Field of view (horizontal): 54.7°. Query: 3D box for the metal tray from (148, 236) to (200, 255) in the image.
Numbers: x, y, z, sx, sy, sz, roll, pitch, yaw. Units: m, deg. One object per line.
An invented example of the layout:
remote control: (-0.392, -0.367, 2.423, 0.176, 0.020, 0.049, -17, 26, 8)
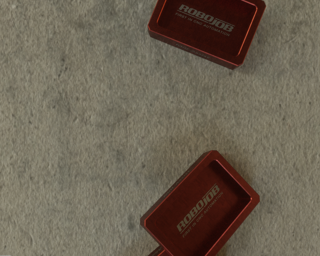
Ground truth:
metal tray: (0.014, 0.207, 0.407, 0.130, 0.030, 0.090, -41, 91, -1)

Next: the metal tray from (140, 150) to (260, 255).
metal tray: (0.052, 0.102, 0.388, 0.130, 0.030, 0.090, -43, 90, -19)

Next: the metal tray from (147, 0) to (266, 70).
metal tray: (0.060, -0.143, 0.408, 0.131, 0.030, 0.090, 22, 90, -1)
